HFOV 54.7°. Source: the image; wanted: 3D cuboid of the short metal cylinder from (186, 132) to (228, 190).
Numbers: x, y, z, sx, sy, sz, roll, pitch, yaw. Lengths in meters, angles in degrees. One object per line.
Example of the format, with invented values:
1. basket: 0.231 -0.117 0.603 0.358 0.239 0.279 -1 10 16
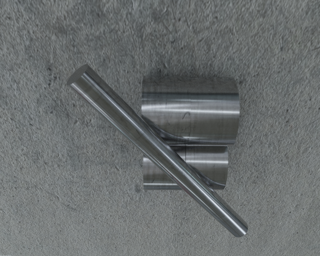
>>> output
1. short metal cylinder: 0.056 0.042 0.409 0.050 0.080 0.079 1 130 -1

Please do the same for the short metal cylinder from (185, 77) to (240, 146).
1. short metal cylinder: 0.056 -0.019 0.357 0.050 0.080 0.079 1 130 -1

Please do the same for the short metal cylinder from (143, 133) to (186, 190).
1. short metal cylinder: 0.005 0.042 0.408 0.050 0.080 0.079 1 130 -1

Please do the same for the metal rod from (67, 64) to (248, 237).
1. metal rod: 0.019 0.046 0.343 0.025 0.025 0.300 -30 125 22

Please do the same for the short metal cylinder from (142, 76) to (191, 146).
1. short metal cylinder: 0.006 -0.020 0.356 0.050 0.080 0.079 1 130 -1
